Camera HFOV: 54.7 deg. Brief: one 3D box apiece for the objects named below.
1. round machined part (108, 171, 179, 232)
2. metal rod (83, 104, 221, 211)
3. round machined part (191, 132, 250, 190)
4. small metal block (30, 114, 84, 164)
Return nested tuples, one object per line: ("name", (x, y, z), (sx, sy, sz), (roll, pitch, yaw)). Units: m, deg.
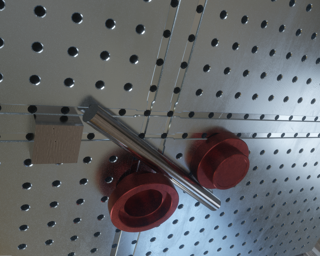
("round machined part", (-0.026, 0.100, 0.443), (0.099, 0.042, 0.097), (-12, 128, -15))
("metal rod", (0.008, 0.058, 0.451), (0.025, 0.025, 0.301), (-46, 129, 4))
("round machined part", (0.102, 0.059, 0.493), (0.099, 0.042, 0.097), (-14, 124, -21))
("small metal block", (-0.119, 0.013, 0.354), (0.050, 0.025, 0.050), (2, 118, -30))
